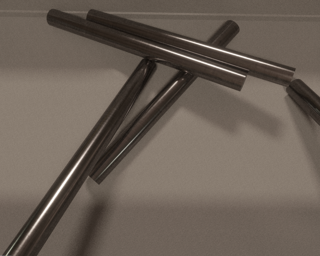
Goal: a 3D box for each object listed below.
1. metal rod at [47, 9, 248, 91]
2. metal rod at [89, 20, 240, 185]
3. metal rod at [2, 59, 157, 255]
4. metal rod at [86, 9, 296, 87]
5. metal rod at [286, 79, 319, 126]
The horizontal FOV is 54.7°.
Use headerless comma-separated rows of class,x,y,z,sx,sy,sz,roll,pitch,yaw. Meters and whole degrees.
metal rod,-0.028,-0.113,0.432,0.301,0.025,0.025,22,71,14
metal rod,0.012,-0.045,0.426,0.025,0.025,0.301,39,74,12
metal rod,-0.072,0.016,0.351,0.025,0.025,0.301,22,52,7
metal rod,0.030,-0.115,0.429,0.301,0.025,0.025,21,71,16
metal rod,0.231,0.040,0.331,0.025,0.025,0.300,-17,45,-6
